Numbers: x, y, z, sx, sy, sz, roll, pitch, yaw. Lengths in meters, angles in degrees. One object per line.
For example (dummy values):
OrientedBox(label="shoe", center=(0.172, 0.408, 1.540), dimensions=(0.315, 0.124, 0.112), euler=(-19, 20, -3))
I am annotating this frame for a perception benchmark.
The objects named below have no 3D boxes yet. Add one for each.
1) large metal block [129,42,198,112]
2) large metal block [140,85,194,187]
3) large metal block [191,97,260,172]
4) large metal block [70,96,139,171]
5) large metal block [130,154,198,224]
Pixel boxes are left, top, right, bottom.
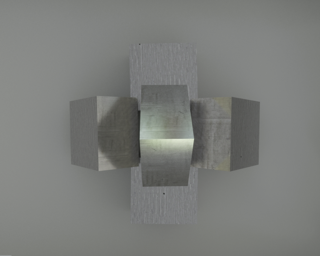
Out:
OrientedBox(label="large metal block", center=(0.004, -0.062, 0.395), dimensions=(0.081, 0.050, 0.080), euler=(-1, 90, 0))
OrientedBox(label="large metal block", center=(0.005, 0.009, 0.343), dimensions=(0.050, 0.080, 0.080), euler=(-1, 46, -1))
OrientedBox(label="large metal block", center=(0.081, 0.006, 0.376), dimensions=(0.050, 0.081, 0.080), euler=(2, 91, 39))
OrientedBox(label="large metal block", center=(-0.069, 0.005, 0.374), dimensions=(0.050, 0.080, 0.080), euler=(-2, 91, -36))
OrientedBox(label="large metal block", center=(0.005, 0.076, 0.398), dimensions=(0.081, 0.050, 0.080), euler=(1, 90, 0))
